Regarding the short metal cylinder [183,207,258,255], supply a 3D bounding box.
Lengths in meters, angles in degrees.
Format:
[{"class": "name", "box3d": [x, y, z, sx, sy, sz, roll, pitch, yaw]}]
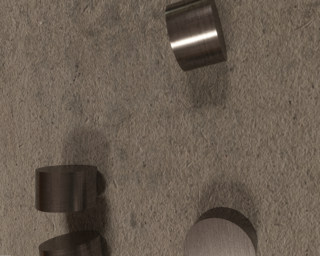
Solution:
[{"class": "short metal cylinder", "box3d": [0.073, 0.140, 0.369, 0.080, 0.050, 0.079, 0, 90, 19]}]

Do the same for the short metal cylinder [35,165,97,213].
[{"class": "short metal cylinder", "box3d": [-0.127, 0.080, 0.423, 0.080, 0.080, 0.050, 0, 90, 19]}]

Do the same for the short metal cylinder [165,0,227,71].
[{"class": "short metal cylinder", "box3d": [0.044, -0.112, 0.364, 0.050, 0.080, 0.080, -12, 86, 19]}]

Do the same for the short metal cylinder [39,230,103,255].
[{"class": "short metal cylinder", "box3d": [-0.119, 0.177, 0.420, 0.080, 0.080, 0.050, -10, 87, 19]}]
